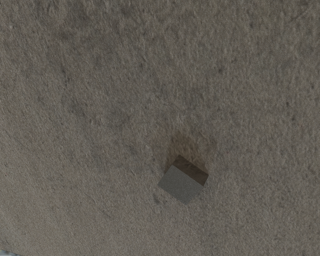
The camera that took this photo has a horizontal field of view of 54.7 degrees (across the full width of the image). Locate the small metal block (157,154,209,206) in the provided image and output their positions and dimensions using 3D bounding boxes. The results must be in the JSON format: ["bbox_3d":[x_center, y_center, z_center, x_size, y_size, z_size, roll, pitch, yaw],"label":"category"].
[{"bbox_3d":[0.032,0.073,0.434,0.050,0.025,0.050,35,129,4],"label":"small metal block"}]
